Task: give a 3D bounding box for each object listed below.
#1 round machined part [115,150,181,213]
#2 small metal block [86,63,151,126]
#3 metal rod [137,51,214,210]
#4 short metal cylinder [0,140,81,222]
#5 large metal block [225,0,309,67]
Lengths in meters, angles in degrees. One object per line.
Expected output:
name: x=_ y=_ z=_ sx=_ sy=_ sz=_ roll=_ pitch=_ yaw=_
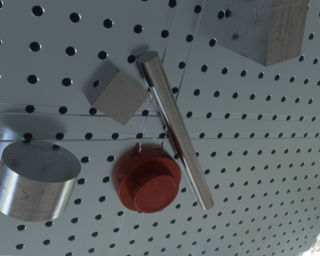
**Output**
round machined part: x=-0.012 y=0.084 z=0.447 sx=0.099 sy=0.042 sz=0.097 roll=-14 pitch=125 yaw=-21
small metal block: x=-0.048 y=-0.038 z=0.362 sx=0.050 sy=0.025 sz=0.050 roll=34 pitch=99 yaw=-39
metal rod: x=0.034 y=0.025 z=0.447 sx=0.025 sy=0.025 sz=0.299 roll=-31 pitch=129 yaw=-9
short metal cylinder: x=-0.133 y=0.055 z=0.338 sx=0.081 sy=0.080 sz=0.050 roll=10 pitch=113 yaw=-33
large metal block: x=0.121 y=-0.128 z=0.365 sx=0.050 sy=0.080 sz=0.079 roll=-19 pitch=126 yaw=-17
